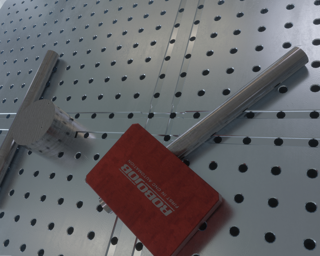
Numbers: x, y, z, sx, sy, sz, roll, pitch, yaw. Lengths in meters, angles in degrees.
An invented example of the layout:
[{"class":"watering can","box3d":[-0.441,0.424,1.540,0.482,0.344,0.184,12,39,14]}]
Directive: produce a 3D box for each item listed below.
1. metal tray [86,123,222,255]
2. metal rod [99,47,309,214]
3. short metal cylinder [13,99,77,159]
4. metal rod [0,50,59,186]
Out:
[{"class":"metal tray","box3d":[-0.009,0.067,0.345,0.130,0.030,0.090,40,87,24]},{"class":"metal rod","box3d":[0.051,0.004,0.378,0.300,0.025,0.025,-38,51,2]},{"class":"short metal cylinder","box3d":[-0.180,0.002,0.486,0.080,0.050,0.080,-13,56,21]},{"class":"metal rod","box3d":[-0.243,-0.013,0.543,0.025,0.025,0.300,0,61,28]}]
